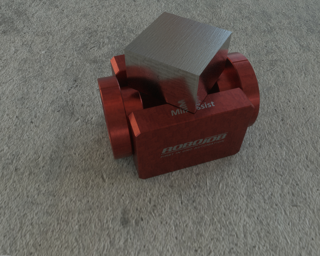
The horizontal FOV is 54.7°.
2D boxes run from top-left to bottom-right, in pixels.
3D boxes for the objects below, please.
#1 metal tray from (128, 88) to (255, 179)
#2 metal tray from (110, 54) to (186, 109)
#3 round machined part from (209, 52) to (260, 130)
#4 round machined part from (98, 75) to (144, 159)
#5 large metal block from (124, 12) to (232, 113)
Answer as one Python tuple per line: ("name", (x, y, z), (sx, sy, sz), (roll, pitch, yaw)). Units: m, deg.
("metal tray", (0.034, 0.008, 0.354), (0.131, 0.089, 0.030), (-14, 52, -12))
("metal tray", (0.005, -0.063, 0.417), (0.131, 0.089, 0.030), (-14, 52, -12))
("round machined part", (0.083, -0.045, 0.395), (0.042, 0.097, 0.098), (-12, 51, -10))
("round machined part", (-0.043, -0.015, 0.368), (0.042, 0.097, 0.098), (-12, 51, -10))
("large metal block", (0.020, -0.072, 0.330), (0.080, 0.050, 0.080), (24, 54, 18))
